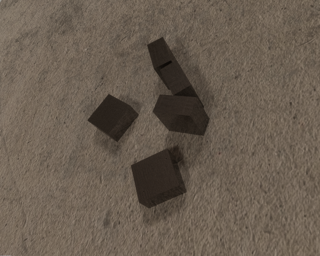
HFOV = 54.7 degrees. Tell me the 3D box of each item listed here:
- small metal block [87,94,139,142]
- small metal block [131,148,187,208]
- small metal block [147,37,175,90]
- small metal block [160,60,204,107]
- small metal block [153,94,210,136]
[{"bbox_3d":[-0.068,-0.015,0.447,0.050,0.025,0.050,30,78,37],"label":"small metal block"},{"bbox_3d":[-0.002,0.060,0.367,0.050,0.025,0.050,-26,53,11],"label":"small metal block"},{"bbox_3d":[0.008,-0.091,0.438,0.025,0.050,0.050,-24,53,13],"label":"small metal block"},{"bbox_3d":[0.029,-0.052,0.403,0.025,0.050,0.050,-30,52,9],"label":"small metal block"},{"bbox_3d":[0.027,-0.016,0.382,0.050,0.050,0.025,8,66,31],"label":"small metal block"}]
